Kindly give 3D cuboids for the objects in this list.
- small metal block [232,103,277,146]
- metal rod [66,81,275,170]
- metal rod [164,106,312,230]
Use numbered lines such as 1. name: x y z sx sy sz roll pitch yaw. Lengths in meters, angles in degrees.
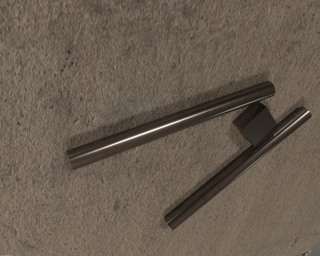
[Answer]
1. small metal block: 0.149 -0.007 0.487 0.050 0.025 0.050 -44 130 2
2. metal rod: 0.027 -0.010 0.417 0.302 0.025 0.025 -20 126 -17
3. metal rod: 0.132 0.067 0.522 0.301 0.025 0.025 -39 130 -3
